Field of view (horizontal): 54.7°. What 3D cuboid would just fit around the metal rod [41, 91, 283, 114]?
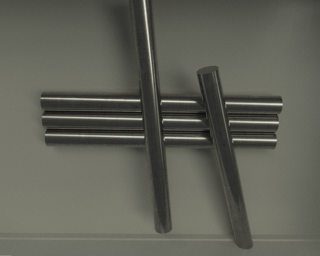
[{"bbox_3d":[0.003,-0.032,0.398,0.302,0.025,0.025,1,110,-1],"label":"metal rod"}]

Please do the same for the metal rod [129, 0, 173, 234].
[{"bbox_3d":[-0.008,0.001,0.383,0.025,0.025,0.298,-5,110,1],"label":"metal rod"}]

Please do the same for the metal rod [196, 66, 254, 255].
[{"bbox_3d":[0.093,0.062,0.413,0.025,0.025,0.298,-15,117,5],"label":"metal rod"}]

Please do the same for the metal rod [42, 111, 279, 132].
[{"bbox_3d":[0.002,-0.009,0.407,0.302,0.025,0.025,1,110,-1],"label":"metal rod"}]

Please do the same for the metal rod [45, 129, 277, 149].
[{"bbox_3d":[0.002,0.014,0.415,0.302,0.025,0.025,1,110,-1],"label":"metal rod"}]
